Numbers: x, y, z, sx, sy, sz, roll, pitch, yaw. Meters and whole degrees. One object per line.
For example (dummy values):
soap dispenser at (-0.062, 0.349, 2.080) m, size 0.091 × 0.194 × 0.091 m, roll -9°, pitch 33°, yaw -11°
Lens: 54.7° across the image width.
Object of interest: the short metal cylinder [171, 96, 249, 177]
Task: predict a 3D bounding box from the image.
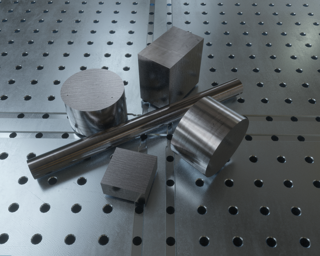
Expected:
short metal cylinder at (0.058, 0.010, 0.359) m, size 0.050 × 0.080 × 0.080 m, roll 36°, pitch 59°, yaw 26°

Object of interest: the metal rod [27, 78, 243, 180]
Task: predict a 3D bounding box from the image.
metal rod at (-0.018, -0.006, 0.408) m, size 0.302 × 0.025 × 0.025 m, roll -23°, pitch 54°, yaw -18°

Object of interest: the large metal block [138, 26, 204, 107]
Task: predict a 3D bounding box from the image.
large metal block at (0.016, -0.083, 0.437) m, size 0.050 × 0.080 × 0.080 m, roll 29°, pitch 56°, yaw 22°

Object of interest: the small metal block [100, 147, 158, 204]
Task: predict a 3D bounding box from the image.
small metal block at (-0.034, 0.054, 0.357) m, size 0.050 × 0.025 × 0.050 m, roll 12°, pitch 51°, yaw 9°

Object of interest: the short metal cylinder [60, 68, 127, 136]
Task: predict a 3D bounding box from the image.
short metal cylinder at (-0.086, -0.035, 0.415) m, size 0.081 × 0.050 × 0.080 m, roll 0°, pitch 50°, yaw 0°
